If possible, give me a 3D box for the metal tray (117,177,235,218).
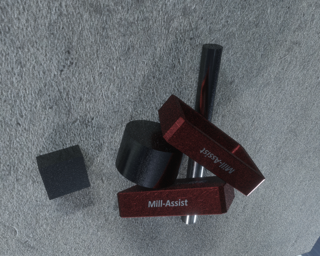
[{"bbox_3d":[0.024,0.086,0.396,0.090,0.130,0.030,0,83,-71],"label":"metal tray"}]

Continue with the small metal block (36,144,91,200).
[{"bbox_3d":[-0.117,0.054,0.377,0.050,0.025,0.050,-17,125,-19],"label":"small metal block"}]

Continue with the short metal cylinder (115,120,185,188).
[{"bbox_3d":[-0.010,0.030,0.386,0.081,0.080,0.050,4,116,-31],"label":"short metal cylinder"}]

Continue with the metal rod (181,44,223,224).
[{"bbox_3d":[0.057,0.028,0.456,0.025,0.025,0.298,-11,123,-23],"label":"metal rod"}]

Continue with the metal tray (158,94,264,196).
[{"bbox_3d":[0.060,0.019,0.381,0.130,0.090,0.030,35,106,-18],"label":"metal tray"}]
